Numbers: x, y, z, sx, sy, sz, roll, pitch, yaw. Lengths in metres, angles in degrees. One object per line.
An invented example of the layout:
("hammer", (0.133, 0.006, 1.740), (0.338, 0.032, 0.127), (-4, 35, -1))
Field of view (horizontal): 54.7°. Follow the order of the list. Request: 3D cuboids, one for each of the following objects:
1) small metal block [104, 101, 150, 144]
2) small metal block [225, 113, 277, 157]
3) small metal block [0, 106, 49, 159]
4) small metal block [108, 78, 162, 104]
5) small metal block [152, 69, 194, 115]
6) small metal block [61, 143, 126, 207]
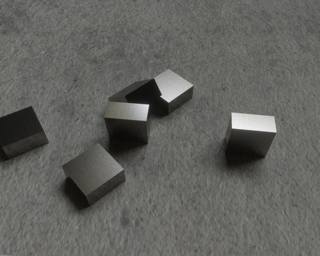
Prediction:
("small metal block", (-0.039, -0.006, 0.390), (0.050, 0.050, 0.025), (5, 55, 4))
("small metal block", (0.109, 0.009, 0.381), (0.050, 0.050, 0.025), (5, 50, 4))
("small metal block", (-0.178, 0.005, 0.397), (0.050, 0.025, 0.050), (-25, 55, -20))
("small metal block", (-0.034, -0.043, 0.422), (0.050, 0.025, 0.050), (-36, 20, -27))
("small metal block", (0.012, -0.053, 0.448), (0.050, 0.025, 0.050), (-36, 59, -27))
("small metal block", (-0.076, 0.053, 0.358), (0.050, 0.025, 0.050), (-34, 58, -26))
